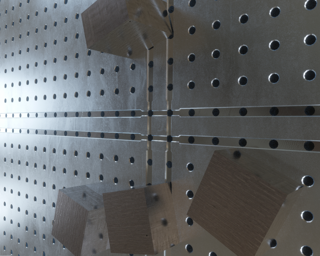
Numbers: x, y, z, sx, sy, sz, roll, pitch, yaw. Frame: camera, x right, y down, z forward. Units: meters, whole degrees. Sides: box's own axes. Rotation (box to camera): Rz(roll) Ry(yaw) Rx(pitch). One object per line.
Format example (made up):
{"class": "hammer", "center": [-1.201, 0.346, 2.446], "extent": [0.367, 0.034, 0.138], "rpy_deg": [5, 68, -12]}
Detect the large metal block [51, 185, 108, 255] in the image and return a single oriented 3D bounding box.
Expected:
{"class": "large metal block", "center": [-0.125, 0.147, 0.498], "extent": [0.080, 0.050, 0.080], "rpy_deg": [20, 103, 38]}

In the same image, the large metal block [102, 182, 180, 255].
{"class": "large metal block", "center": [-0.027, 0.120, 0.416], "extent": [0.080, 0.050, 0.080], "rpy_deg": [-16, 80, 39]}

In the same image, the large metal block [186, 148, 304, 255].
{"class": "large metal block", "center": [0.086, 0.076, 0.323], "extent": [0.080, 0.050, 0.080], "rpy_deg": [32, 110, 35]}

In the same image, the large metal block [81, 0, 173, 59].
{"class": "large metal block", "center": [-0.044, -0.137, 0.411], "extent": [0.080, 0.081, 0.050], "rpy_deg": [-20, 78, 38]}
